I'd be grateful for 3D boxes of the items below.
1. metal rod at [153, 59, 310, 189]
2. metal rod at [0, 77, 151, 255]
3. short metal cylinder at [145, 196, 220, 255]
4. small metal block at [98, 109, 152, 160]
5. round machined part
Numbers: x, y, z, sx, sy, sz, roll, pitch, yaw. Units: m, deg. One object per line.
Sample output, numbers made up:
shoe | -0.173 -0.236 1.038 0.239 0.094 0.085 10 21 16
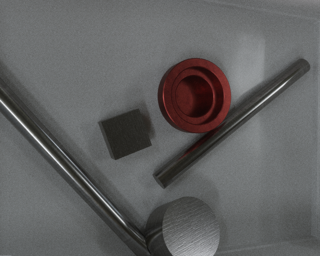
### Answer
metal rod | 0.114 -0.015 0.454 0.301 0.025 0.025 -36 102 -17
metal rod | -0.109 0.048 0.370 0.025 0.025 0.300 -42 104 -15
short metal cylinder | 0.028 0.132 0.394 0.081 0.050 0.080 12 62 -23
small metal block | -0.045 0.007 0.395 0.050 0.025 0.050 -21 98 -19
round machined part | 0.043 -0.042 0.418 0.099 0.042 0.097 0 90 -21
